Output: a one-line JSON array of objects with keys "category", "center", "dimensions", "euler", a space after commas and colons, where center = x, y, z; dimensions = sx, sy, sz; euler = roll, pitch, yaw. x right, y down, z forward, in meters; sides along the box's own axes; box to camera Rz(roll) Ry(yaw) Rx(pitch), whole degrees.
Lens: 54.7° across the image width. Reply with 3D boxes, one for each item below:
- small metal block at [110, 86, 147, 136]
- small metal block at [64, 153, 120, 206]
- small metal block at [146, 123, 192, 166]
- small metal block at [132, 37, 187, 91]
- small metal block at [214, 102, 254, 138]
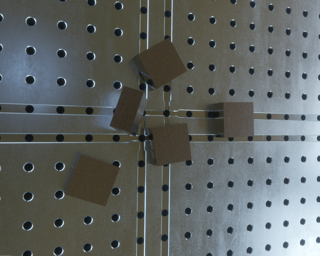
[{"category": "small metal block", "center": [-0.037, -0.019, 0.383], "dimensions": [0.025, 0.050, 0.050], "euler": [18, 84, 5]}, {"category": "small metal block", "center": [-0.084, 0.063, 0.382], "dimensions": [0.050, 0.025, 0.050], "euler": [23, 82, -19]}, {"category": "small metal block", "center": [0.012, 0.021, 0.418], "dimensions": [0.050, 0.025, 0.050], "euler": [-8, 93, -20]}, {"category": "small metal block", "center": [0.000, -0.084, 0.413], "dimensions": [0.050, 0.025, 0.050], "euler": [-33, 101, -17]}, {"category": "small metal block", "center": [0.109, -0.012, 0.455], "dimensions": [0.050, 0.025, 0.050], "euler": [-2, 91, -20]}]
